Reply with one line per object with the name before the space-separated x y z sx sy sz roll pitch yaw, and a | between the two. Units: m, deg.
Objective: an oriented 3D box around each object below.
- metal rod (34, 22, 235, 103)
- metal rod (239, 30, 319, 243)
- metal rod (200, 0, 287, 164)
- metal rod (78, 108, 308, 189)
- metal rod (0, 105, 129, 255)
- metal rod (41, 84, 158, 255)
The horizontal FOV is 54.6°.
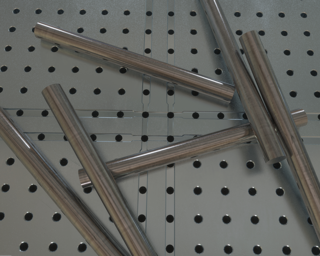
metal rod | -0.040 -0.097 0.446 0.301 0.025 0.025 20 71 7
metal rod | 0.162 0.017 0.383 0.025 0.025 0.299 -17 79 -6
metal rod | 0.103 -0.093 0.429 0.025 0.025 0.299 -12 64 -4
metal rod | 0.047 0.024 0.403 0.302 0.025 0.025 -15 71 -6
metal rod | -0.131 0.072 0.384 0.025 0.025 0.300 -42 75 -14
metal rod | -0.057 0.078 0.360 0.025 0.025 0.299 -30 81 -10
